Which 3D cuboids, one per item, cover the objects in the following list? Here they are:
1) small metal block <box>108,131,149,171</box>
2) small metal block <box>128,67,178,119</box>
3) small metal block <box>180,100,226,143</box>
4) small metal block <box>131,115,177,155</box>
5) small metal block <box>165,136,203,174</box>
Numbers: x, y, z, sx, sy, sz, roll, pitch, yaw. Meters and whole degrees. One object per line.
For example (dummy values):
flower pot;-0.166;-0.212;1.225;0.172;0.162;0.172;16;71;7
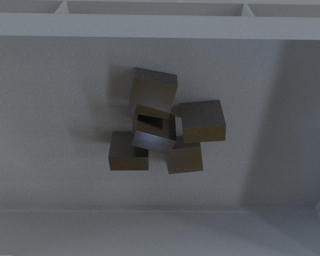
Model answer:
small metal block;-0.040;0.030;0.418;0.050;0.050;0.025;0;130;0
small metal block;-0.009;-0.041;0.374;0.050;0.025;0.050;9;130;-8
small metal block;0.053;-0.009;0.386;0.050;0.050;0.025;-4;130;3
small metal block;-0.008;0.002;0.394;0.050;0.050;0.025;15;128;-13
small metal block;0.034;0.038;0.441;0.050;0.025;0.050;-7;130;6
